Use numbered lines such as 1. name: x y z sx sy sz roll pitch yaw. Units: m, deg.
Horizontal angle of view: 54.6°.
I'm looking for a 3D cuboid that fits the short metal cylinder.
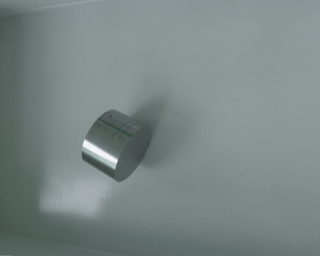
1. short metal cylinder: -0.054 0.022 0.401 0.050 0.080 0.080 27 99 18
